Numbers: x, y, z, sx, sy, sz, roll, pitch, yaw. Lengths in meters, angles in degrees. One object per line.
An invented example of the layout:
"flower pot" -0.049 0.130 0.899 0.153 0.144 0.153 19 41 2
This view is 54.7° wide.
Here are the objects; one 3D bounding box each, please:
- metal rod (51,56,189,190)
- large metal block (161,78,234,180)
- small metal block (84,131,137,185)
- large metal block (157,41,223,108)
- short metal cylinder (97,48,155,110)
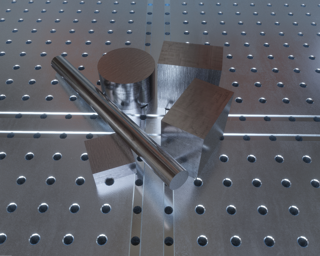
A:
"metal rod" -0.071 -0.025 0.402 0.025 0.025 0.300 -30 49 -23
"large metal block" 0.043 0.001 0.372 0.050 0.080 0.080 25 54 19
"small metal block" -0.060 0.035 0.377 0.050 0.025 0.050 -15 52 -13
"large metal block" 0.041 -0.069 0.431 0.080 0.080 0.050 7 51 6
"short metal cylinder" -0.047 -0.073 0.452 0.081 0.050 0.080 1 50 -1
